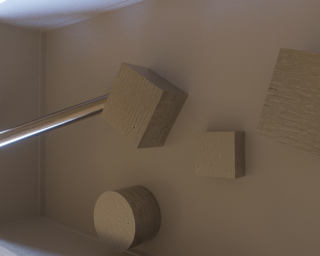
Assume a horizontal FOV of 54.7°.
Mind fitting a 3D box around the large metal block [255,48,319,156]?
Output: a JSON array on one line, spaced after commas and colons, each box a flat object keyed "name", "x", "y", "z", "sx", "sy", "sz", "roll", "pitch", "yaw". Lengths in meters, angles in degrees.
[{"name": "large metal block", "x": 0.142, "y": -0.021, "z": 0.273, "sx": 0.080, "sy": 0.050, "sz": 0.079, "roll": 22, "pitch": 104, "yaw": 37}]

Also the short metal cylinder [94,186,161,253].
[{"name": "short metal cylinder", "x": -0.045, "y": 0.123, "z": 0.426, "sx": 0.080, "sy": 0.050, "sz": 0.079, "roll": 0, "pitch": 90, "yaw": 39}]

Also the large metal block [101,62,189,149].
[{"name": "large metal block", "x": -0.022, "y": -0.030, "z": 0.407, "sx": 0.080, "sy": 0.050, "sz": 0.079, "roll": 39, "pitch": 114, "yaw": 32}]

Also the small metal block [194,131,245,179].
[{"name": "small metal block", "x": 0.067, "y": 0.029, "z": 0.350, "sx": 0.050, "sy": 0.025, "sz": 0.050, "roll": -1, "pitch": 90, "yaw": 39}]

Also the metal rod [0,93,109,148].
[{"name": "metal rod", "x": -0.191, "y": -0.001, "z": 0.478, "sx": 0.301, "sy": 0.025, "sz": 0.025, "roll": -18, "pitch": 78, "yaw": 11}]
